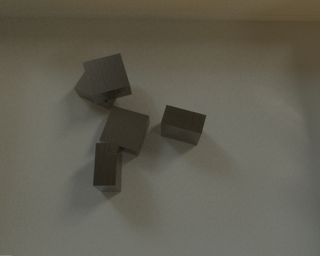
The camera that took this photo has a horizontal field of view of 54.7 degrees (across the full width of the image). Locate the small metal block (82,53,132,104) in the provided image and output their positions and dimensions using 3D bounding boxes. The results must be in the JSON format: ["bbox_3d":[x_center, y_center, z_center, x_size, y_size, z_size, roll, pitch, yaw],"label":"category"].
[{"bbox_3d":[-0.069,-0.065,0.406,0.050,0.025,0.050,-16,71,-6],"label":"small metal block"}]

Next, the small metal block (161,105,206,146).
[{"bbox_3d":[0.029,-0.002,0.397,0.050,0.050,0.025,15,71,5],"label":"small metal block"}]

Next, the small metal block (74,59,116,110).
[{"bbox_3d":[-0.082,-0.060,0.431,0.050,0.025,0.050,25,72,8],"label":"small metal block"}]

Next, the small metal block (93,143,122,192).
[{"bbox_3d":[-0.062,0.049,0.378,0.025,0.050,0.050,0,70,0],"label":"small metal block"}]

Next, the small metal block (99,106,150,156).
[{"bbox_3d":[-0.045,0.004,0.408,0.050,0.025,0.050,16,71,5],"label":"small metal block"}]
